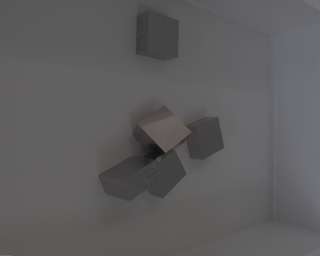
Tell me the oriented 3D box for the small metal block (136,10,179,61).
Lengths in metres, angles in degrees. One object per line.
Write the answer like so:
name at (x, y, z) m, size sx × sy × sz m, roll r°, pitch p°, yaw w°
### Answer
small metal block at (-0.003, -0.119, 0.404) m, size 0.050 × 0.025 × 0.050 m, roll 2°, pitch 89°, yaw -40°

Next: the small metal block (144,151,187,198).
small metal block at (0.002, 0.055, 0.408) m, size 0.050 × 0.025 × 0.050 m, roll -40°, pitch 115°, yaw -33°

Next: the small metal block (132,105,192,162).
small metal block at (0.003, 0.006, 0.392) m, size 0.050 × 0.025 × 0.050 m, roll 46°, pitch 55°, yaw 12°

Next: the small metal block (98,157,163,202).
small metal block at (-0.035, 0.057, 0.361) m, size 0.050 × 0.050 × 0.025 m, roll -29°, pitch 108°, yaw -36°

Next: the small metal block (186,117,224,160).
small metal block at (0.066, 0.014, 0.462) m, size 0.050 × 0.025 × 0.050 m, roll -22°, pitch 104°, yaw -38°
